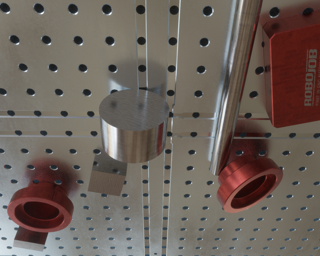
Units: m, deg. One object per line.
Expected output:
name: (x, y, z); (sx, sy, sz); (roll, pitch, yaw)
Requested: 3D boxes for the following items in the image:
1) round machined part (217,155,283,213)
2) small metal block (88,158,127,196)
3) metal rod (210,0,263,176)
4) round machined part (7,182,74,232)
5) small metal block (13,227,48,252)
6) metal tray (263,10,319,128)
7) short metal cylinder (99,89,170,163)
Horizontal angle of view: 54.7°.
round machined part: (0.125, 0.077, 0.451); (0.099, 0.042, 0.097); (-18, 139, -16)
small metal block: (-0.081, 0.076, 0.475); (0.050, 0.025, 0.050); (12, 129, -10)
metal rod: (0.088, -0.051, 0.368); (0.025, 0.025, 0.298); (0, 130, 0)
round machined part: (-0.190, 0.125, 0.505); (0.099, 0.042, 0.097); (0, 130, 0)
small metal block: (-0.226, 0.187, 0.552); (0.050, 0.050, 0.025); (16, 128, -13)
metal tray: (0.170, -0.064, 0.355); (0.090, 0.030, 0.129); (-11, 130, 9)
short metal cylinder: (-0.031, -0.004, 0.372); (0.081, 0.080, 0.050); (3, 130, -3)
